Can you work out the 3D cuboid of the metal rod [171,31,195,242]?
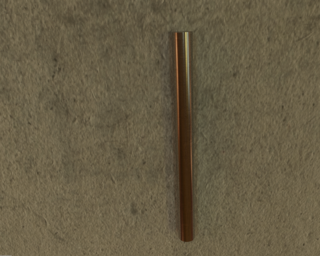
[{"bbox_3d":[0.033,0.025,0.419,0.025,0.025,0.298,-3,110,0],"label":"metal rod"}]
